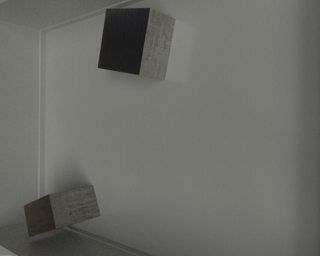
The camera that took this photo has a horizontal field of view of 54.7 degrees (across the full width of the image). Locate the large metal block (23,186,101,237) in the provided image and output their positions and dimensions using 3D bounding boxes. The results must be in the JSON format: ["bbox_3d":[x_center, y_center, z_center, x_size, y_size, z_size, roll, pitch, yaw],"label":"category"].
[{"bbox_3d":[-0.157,0.133,0.498,0.080,0.081,0.050,-27,74,36],"label":"large metal block"}]

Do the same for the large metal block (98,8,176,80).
[{"bbox_3d":[-0.033,-0.112,0.415,0.080,0.050,0.079,17,101,38],"label":"large metal block"}]
